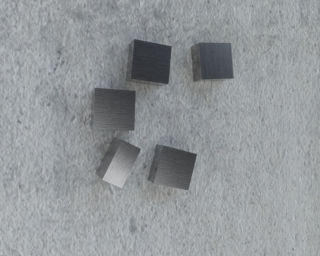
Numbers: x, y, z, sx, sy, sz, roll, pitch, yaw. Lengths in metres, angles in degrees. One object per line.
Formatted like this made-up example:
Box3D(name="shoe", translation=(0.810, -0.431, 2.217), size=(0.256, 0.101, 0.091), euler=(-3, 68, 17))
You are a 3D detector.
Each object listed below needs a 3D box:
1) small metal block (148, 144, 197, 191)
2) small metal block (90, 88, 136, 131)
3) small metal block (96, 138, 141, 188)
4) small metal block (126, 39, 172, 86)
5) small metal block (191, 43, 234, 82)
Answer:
Box3D(name="small metal block", translation=(0.017, 0.053, 0.416), size=(0.050, 0.025, 0.050), euler=(16, 85, -20))
Box3D(name="small metal block", translation=(-0.059, -0.022, 0.388), size=(0.050, 0.025, 0.050), euler=(2, 89, -21))
Box3D(name="small metal block", translation=(-0.052, 0.041, 0.377), size=(0.025, 0.050, 0.050), euler=(29, 81, -18))
Box3D(name="small metal block", translation=(-0.015, -0.084, 0.404), size=(0.050, 0.025, 0.050), euler=(5, 88, -20))
Box3D(name="small metal block", translation=(0.074, -0.092, 0.438), size=(0.050, 0.025, 0.050), euler=(-5, 92, -20))
